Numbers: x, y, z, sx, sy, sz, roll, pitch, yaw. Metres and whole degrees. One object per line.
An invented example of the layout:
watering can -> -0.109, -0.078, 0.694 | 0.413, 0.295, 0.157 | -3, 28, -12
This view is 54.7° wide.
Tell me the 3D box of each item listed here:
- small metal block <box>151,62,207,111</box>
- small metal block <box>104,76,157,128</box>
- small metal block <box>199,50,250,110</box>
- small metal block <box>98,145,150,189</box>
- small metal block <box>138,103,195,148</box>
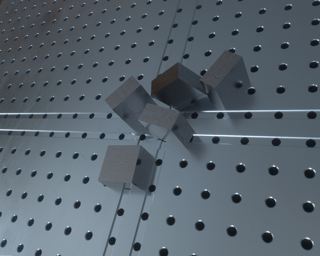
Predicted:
small metal block -> 0.024, -0.052, 0.400 | 0.050, 0.050, 0.025 | -29, 48, 41
small metal block -> -0.040, -0.036, 0.434 | 0.050, 0.050, 0.025 | -42, 51, -1
small metal block -> 0.082, -0.059, 0.385 | 0.050, 0.050, 0.025 | -49, 52, -7
small metal block -> -0.046, 0.050, 0.400 | 0.050, 0.025, 0.050 | -2, 61, 27
small metal block -> 0.009, -0.003, 0.388 | 0.050, 0.050, 0.025 | 17, 71, 34
